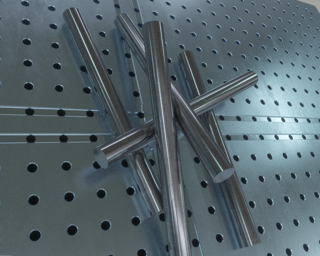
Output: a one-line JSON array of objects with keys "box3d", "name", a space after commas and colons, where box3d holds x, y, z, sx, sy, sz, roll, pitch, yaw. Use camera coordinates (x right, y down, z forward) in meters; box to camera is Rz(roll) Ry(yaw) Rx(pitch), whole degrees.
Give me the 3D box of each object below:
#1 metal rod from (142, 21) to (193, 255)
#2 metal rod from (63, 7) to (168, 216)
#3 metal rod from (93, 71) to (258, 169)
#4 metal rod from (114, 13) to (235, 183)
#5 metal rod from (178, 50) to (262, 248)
[{"box3d": [0.009, 0.025, 0.344, 0.025, 0.025, 0.298, -2, 80, -30], "name": "metal rod"}, {"box3d": [-0.063, -0.033, 0.395, 0.025, 0.025, 0.299, -14, 69, -34], "name": "metal rod"}, {"box3d": [0.044, -0.025, 0.415, 0.302, 0.025, 0.025, -28, 78, -38], "name": "metal rod"}, {"box3d": [0.003, -0.059, 0.397, 0.025, 0.025, 0.299, -6, 49, -31], "name": "metal rod"}, {"box3d": [0.077, 0.014, 0.443, 0.025, 0.025, 0.299, -1, 62, -29], "name": "metal rod"}]
